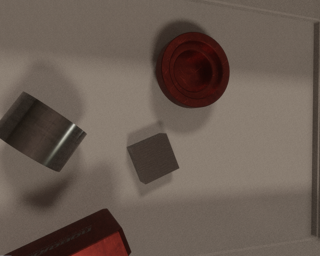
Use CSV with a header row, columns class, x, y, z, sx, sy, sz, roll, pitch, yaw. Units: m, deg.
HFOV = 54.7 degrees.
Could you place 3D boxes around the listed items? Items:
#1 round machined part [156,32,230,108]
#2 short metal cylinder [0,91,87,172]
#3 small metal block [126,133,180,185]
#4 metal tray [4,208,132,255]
class,x,y,z,sx,sy,sz,roll,pitch,yaw
round machined part,0.040,-0.075,0.418,0.099,0.042,0.097,0,90,-21
short metal cylinder,-0.128,0.005,0.334,0.080,0.080,0.050,37,78,-17
small metal block,-0.009,0.039,0.408,0.050,0.025,0.050,-23,98,-19
metal tray,-0.106,0.139,0.337,0.131,0.090,0.030,-22,98,-19
